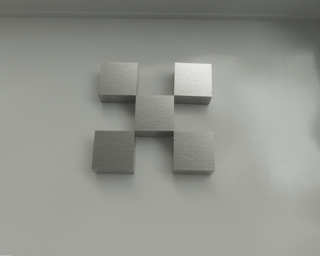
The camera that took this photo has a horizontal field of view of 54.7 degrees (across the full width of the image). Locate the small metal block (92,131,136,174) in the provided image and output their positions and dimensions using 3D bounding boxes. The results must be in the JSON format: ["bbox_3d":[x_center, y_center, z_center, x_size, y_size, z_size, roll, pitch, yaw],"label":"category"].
[{"bbox_3d":[-0.057,0.031,0.396,0.050,0.025,0.050,1,70,0],"label":"small metal block"}]

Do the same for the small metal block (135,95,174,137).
[{"bbox_3d":[-0.007,-0.016,0.413,0.050,0.025,0.050,1,70,0],"label":"small metal block"}]

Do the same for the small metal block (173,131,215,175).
[{"bbox_3d":[0.042,0.032,0.396,0.050,0.025,0.050,1,70,0],"label":"small metal block"}]

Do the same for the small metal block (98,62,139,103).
[{"bbox_3d":[-0.056,-0.063,0.430,0.050,0.025,0.050,2,70,0],"label":"small metal block"}]

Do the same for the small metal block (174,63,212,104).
[{"bbox_3d":[0.045,-0.062,0.430,0.050,0.025,0.050,2,70,1],"label":"small metal block"}]
